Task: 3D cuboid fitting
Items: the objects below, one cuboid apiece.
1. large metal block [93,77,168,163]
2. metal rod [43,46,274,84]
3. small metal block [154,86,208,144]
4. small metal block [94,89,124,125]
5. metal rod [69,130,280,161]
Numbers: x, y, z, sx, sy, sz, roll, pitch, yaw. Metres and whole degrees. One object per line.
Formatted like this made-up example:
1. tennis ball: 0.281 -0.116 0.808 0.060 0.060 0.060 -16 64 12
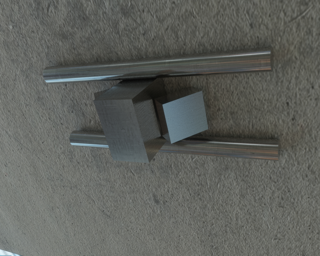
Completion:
1. large metal block: -0.026 -0.014 0.379 0.050 0.080 0.079 1 119 27
2. metal rod: -0.023 -0.072 0.374 0.301 0.025 0.025 2 119 27
3. small metal block: 0.026 -0.016 0.366 0.025 0.050 0.050 40 147 60
4. small metal block: -0.067 -0.020 0.412 0.025 0.050 0.050 -17 116 -8
5. metal rod: 0.001 0.021 0.419 0.301 0.025 0.025 2 119 27
